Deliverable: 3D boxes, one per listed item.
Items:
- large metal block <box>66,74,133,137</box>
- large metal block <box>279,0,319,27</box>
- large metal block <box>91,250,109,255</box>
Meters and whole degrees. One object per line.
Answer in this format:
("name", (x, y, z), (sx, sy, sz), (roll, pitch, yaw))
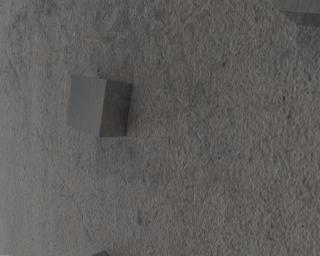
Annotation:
("large metal block", (-0.092, -0.034, 0.464), (0.080, 0.050, 0.079), (15, 100, 39))
("large metal block", (0.159, -0.128, 0.257), (0.080, 0.050, 0.079), (23, 104, 37))
("large metal block", (-0.088, 0.248, 0.462), (0.080, 0.050, 0.079), (28, 107, 36))
